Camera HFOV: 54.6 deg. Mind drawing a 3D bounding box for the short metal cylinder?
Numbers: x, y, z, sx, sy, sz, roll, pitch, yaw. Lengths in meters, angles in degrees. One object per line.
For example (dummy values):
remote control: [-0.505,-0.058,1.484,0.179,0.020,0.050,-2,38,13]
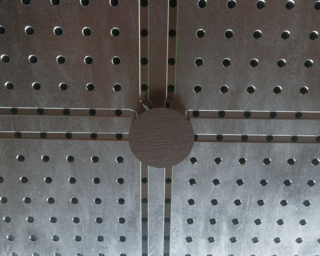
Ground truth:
short metal cylinder: [0.002,0.005,0.402,0.080,0.050,0.079,0,110,0]
